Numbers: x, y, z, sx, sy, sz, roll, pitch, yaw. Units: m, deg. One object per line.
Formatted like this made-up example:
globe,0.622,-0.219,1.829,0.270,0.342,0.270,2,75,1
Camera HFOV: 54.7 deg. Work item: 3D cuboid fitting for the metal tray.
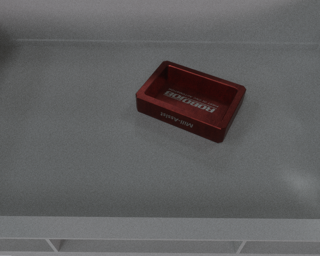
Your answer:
metal tray,0.043,-0.041,0.436,0.130,0.030,0.090,22,53,17
